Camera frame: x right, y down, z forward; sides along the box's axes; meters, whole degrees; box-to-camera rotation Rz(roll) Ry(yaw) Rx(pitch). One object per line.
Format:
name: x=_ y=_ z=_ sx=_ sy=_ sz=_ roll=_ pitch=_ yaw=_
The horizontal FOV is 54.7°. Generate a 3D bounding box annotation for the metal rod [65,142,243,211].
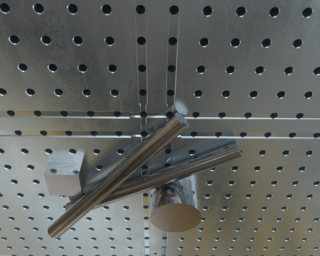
metal rod: x=-0.020 y=0.085 z=0.483 sx=0.300 sy=0.025 sz=0.025 roll=-22 pitch=127 yaw=17

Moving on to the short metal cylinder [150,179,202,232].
short metal cylinder: x=0.025 y=0.125 z=0.502 sx=0.081 sy=0.050 sz=0.079 roll=0 pitch=130 yaw=0

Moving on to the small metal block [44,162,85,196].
small metal block: x=-0.145 y=0.079 z=0.477 sx=0.050 sy=0.025 sz=0.050 roll=2 pitch=130 yaw=-2

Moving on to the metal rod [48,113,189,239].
metal rod: x=-0.074 y=0.081 z=0.461 sx=0.025 sy=0.025 sz=0.299 roll=36 pitch=116 yaw=-27
